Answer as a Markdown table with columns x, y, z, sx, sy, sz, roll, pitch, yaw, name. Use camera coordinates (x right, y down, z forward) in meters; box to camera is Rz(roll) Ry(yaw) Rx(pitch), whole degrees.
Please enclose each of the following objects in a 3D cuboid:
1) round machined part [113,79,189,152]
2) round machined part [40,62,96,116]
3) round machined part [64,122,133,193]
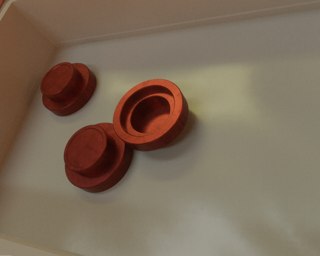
| x | y | z | sx | sy | sz | roll | pitch | yaw | name |
| --- | --- | --- | --- | --- | --- | --- | --- | --- | --- |
| -0.008 | -0.013 | 0.407 | 0.098 | 0.042 | 0.098 | -13 | 56 | 20 | round machined part |
| -0.161 | -0.072 | 0.524 | 0.098 | 0.042 | 0.098 | -13 | 56 | 21 | round machined part |
| -0.090 | 0.034 | 0.421 | 0.098 | 0.042 | 0.098 | -13 | 56 | 21 | round machined part |
